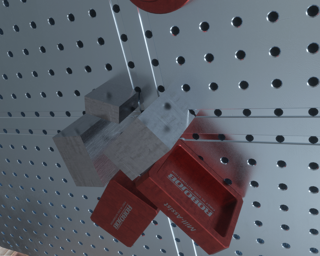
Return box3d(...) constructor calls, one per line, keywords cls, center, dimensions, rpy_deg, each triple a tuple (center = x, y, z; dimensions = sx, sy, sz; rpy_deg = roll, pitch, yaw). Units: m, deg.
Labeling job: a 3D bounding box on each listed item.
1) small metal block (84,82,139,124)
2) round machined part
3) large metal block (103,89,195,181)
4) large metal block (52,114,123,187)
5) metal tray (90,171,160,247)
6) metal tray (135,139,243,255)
box3d(cls="small metal block", center=(-0.063, -0.034, 0.407), dimensions=(0.050, 0.050, 0.025), rpy_deg=(18, 125, 18))
box3d(cls="round machined part", center=(-0.005, -0.162, 0.302), dimensions=(0.098, 0.042, 0.097), rpy_deg=(13, 124, 21))
box3d(cls="large metal block", center=(-0.013, 0.008, 0.387), dimensions=(0.050, 0.080, 0.080), rpy_deg=(45, 129, -3))
box3d(cls="large metal block", center=(-0.091, 0.027, 0.441), dimensions=(0.050, 0.080, 0.080), rpy_deg=(-5, 116, 30))
box3d(cls="metal tray", center=(-0.059, 0.139, 0.525), dimensions=(0.090, 0.030, 0.129), rpy_deg=(35, 129, 5))
box3d(cls="metal tray", center=(0.042, 0.083, 0.398), dimensions=(0.130, 0.090, 0.030), rpy_deg=(43, 129, -2))
